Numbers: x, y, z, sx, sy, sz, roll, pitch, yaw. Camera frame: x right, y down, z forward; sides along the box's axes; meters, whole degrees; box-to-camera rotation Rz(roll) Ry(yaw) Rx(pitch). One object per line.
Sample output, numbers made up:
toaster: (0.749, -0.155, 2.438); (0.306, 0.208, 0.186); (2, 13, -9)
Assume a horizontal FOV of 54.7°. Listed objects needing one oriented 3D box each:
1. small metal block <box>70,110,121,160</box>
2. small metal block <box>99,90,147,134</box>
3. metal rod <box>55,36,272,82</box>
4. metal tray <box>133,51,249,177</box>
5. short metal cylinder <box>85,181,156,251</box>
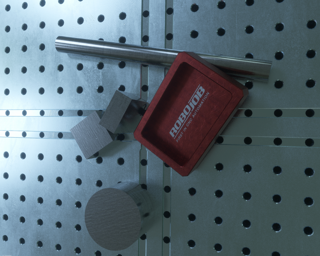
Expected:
small metal block: (-0.092, 0.010, 0.444); (0.050, 0.025, 0.050); (-34, 79, 16)
small metal block: (-0.048, -0.021, 0.415); (0.025, 0.050, 0.050); (32, 100, 17)
metal rod: (-0.009, -0.096, 0.414); (0.301, 0.025, 0.025); (12, 94, 19)
metal tray: (0.034, -0.016, 0.382); (0.090, 0.030, 0.129); (38, 115, 15)
short metal cylinder: (-0.053, 0.116, 0.417); (0.080, 0.050, 0.079); (0, 90, 19)
